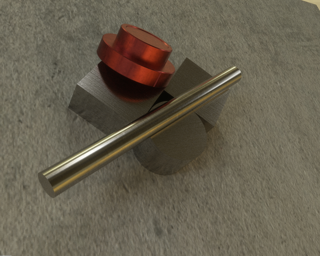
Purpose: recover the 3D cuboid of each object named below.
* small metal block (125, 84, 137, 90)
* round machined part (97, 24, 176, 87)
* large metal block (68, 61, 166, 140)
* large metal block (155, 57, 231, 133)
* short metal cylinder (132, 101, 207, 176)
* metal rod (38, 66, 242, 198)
[{"bbox_3d":[-0.018,-0.068,0.438,0.050,0.025,0.050,37,51,-4],"label":"small metal block"},{"bbox_3d":[-0.024,-0.094,0.383,0.099,0.042,0.098,24,25,-12],"label":"round machined part"},{"bbox_3d":[-0.052,-0.039,0.385,0.080,0.050,0.080,36,51,-4],"label":"large metal block"},{"bbox_3d":[0.043,-0.040,0.439,0.080,0.050,0.080,36,51,-5],"label":"large metal block"},{"bbox_3d":[0.011,0.013,0.388,0.081,0.050,0.080,14,56,-21],"label":"short metal cylinder"},{"bbox_3d":[0.005,-0.014,0.354,0.302,0.025,0.025,-32,80,-38],"label":"metal rod"}]
